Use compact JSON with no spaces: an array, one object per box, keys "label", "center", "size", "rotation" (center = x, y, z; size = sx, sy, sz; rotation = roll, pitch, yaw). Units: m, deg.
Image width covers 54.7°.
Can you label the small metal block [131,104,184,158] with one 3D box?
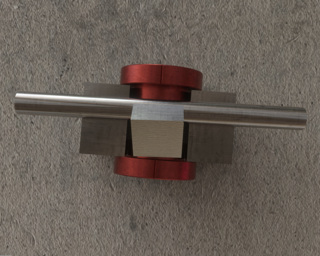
[{"label":"small metal block","center":[-0.002,0.003,0.317],"size":[0.050,0.025,0.050],"rotation":[2,131,1]}]

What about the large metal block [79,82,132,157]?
[{"label":"large metal block","center":[-0.061,-0.010,0.383],"size":[0.050,0.080,0.080],"rotation":[4,90,0]}]

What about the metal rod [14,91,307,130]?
[{"label":"metal rod","center":[0.001,-0.018,0.331],"size":[0.302,0.025,0.025],"rotation":[3,90,0]}]

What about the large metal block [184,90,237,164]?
[{"label":"large metal block","center":[0.057,-0.001,0.384],"size":[0.050,0.080,0.080],"rotation":[4,90,0]}]

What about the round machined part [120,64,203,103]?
[{"label":"round machined part","center":[0.001,-0.047,0.374],"size":[0.099,0.098,0.042],"rotation":[4,91,0]}]

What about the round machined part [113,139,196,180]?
[{"label":"round machined part","center":[-0.005,0.037,0.374],"size":[0.099,0.098,0.042],"rotation":[5,85,0]}]
